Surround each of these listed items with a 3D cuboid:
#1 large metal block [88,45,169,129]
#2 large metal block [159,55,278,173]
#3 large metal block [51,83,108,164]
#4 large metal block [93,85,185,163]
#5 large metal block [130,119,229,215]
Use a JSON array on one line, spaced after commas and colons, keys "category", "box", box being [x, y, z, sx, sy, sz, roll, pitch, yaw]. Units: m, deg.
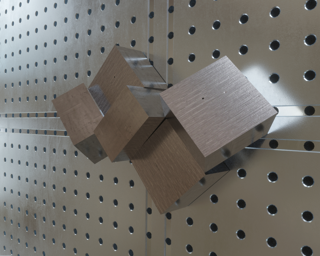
[{"category": "large metal block", "box": [-0.045, -0.054, 0.431, 0.080, 0.050, 0.080, -50, 61, 30]}, {"category": "large metal block", "box": [0.057, -0.014, 0.319, 0.080, 0.050, 0.080, -31, 65, -7]}, {"category": "large metal block", "box": [-0.103, -0.004, 0.450, 0.050, 0.080, 0.080, -31, 65, -6]}, {"category": "large metal block", "box": [-0.023, -0.005, 0.393, 0.080, 0.081, 0.050, -50, 62, 28]}, {"category": "large metal block", "box": [0.021, 0.045, 0.376, 0.080, 0.050, 0.080, -48, 60, 29]}]
